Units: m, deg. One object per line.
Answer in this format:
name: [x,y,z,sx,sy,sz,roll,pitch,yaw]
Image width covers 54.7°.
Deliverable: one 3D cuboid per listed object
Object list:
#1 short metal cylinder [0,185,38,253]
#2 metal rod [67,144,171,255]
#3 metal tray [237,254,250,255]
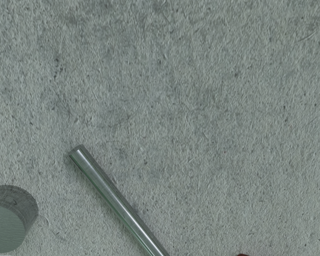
short metal cylinder: [-0.223,0.129,0.442,0.081,0.050,0.079,0,110,0]
metal rod: [-0.035,0.148,0.463,0.025,0.025,0.299,-31,108,10]
metal tray: [0.148,0.276,0.510,0.091,0.030,0.129,18,109,-7]
